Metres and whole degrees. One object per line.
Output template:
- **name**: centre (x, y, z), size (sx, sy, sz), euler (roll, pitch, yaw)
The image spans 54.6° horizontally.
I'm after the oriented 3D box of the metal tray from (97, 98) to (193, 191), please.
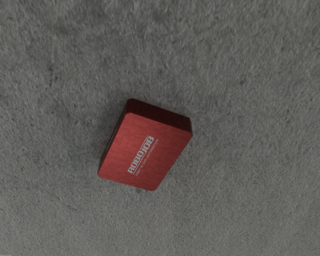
- **metal tray**: centre (-0.024, 0.029, 0.428), size (0.091, 0.030, 0.129), euler (18, 128, -15)
